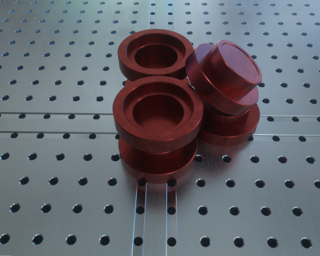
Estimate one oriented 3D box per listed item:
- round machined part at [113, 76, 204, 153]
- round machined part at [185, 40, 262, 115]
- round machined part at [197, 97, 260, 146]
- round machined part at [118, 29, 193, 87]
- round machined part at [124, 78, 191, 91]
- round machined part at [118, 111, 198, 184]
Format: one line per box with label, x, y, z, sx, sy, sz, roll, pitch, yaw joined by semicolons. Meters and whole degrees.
round machined part;-0.002;-0.011;0.351;0.099;0.042;0.098;0;50;0
round machined part;0.082;-0.066;0.371;0.099;0.042;0.098;22;45;-24
round machined part;0.086;-0.026;0.420;0.099;0.042;0.098;0;50;0
round machined part;-0.005;-0.087;0.415;0.099;0.042;0.098;0;50;0
round machined part;-0.003;-0.059;0.448;0.099;0.042;0.098;0;50;0
round machined part;-0.003;0.016;0.384;0.099;0.042;0.098;0;50;0
